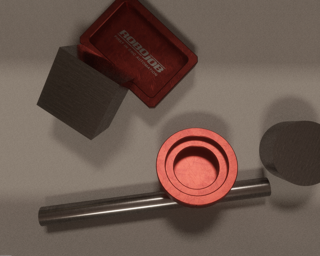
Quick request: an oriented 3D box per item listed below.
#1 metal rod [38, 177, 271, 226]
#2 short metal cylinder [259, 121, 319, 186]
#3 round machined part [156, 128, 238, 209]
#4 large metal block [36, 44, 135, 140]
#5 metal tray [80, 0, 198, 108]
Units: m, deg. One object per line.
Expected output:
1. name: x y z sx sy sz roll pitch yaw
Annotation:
1. metal rod: -0.006 0.098 0.411 0.302 0.025 0.025 -7 90 -1
2. short metal cylinder: 0.177 0.031 0.401 0.081 0.050 0.079 0 90 -1
3. round machined part: 0.045 0.052 0.392 0.099 0.042 0.098 -1 66 2
4. large metal block: -0.091 -0.045 0.381 0.080 0.050 0.080 33 113 3
5. metal tray: -0.027 -0.100 0.408 0.130 0.030 0.090 43 90 -1
